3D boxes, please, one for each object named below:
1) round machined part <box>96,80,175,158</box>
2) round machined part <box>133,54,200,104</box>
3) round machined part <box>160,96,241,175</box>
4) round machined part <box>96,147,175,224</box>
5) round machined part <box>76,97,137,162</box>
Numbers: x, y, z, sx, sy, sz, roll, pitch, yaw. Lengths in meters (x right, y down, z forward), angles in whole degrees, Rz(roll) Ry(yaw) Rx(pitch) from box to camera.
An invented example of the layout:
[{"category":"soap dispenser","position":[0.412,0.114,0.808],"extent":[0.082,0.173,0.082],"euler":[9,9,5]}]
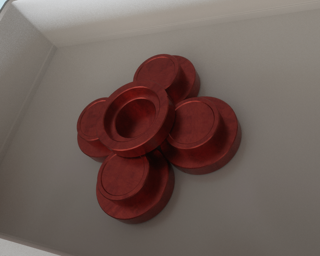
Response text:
[{"category":"round machined part","position":[-0.026,-0.008,0.384],"extent":[0.098,0.042,0.098],"euler":[-13,56,21]},{"category":"round machined part","position":[0.002,-0.063,0.429],"extent":[0.098,0.042,0.098],"euler":[-13,56,21]},{"category":"round machined part","position":[0.043,0.003,0.368],"extent":[0.098,0.042,0.098],"euler":[-13,56,21]},{"category":"round machined part","position":[-0.036,0.061,0.373],"extent":[0.098,0.042,0.098],"euler":[-13,55,19]},{"category":"round machined part","position":[-0.076,-0.004,0.435],"extent":[0.098,0.042,0.098],"euler":[-13,56,21]}]
